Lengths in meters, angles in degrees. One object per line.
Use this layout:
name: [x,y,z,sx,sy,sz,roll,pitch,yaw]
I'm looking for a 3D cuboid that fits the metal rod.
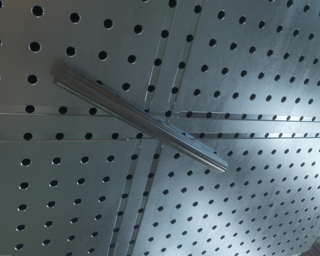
metal rod: [-0.002,0.003,0.414,0.301,0.025,0.025,30,101,-38]
